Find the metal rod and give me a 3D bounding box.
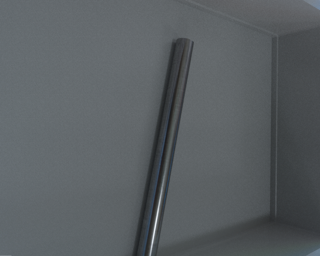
[{"bbox_3d":[0.008,0.025,0.412,0.025,0.025,0.299,17,79,-39],"label":"metal rod"}]
